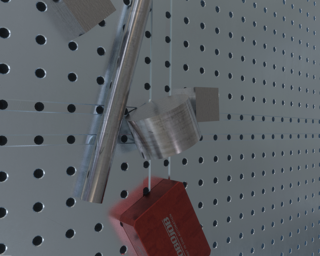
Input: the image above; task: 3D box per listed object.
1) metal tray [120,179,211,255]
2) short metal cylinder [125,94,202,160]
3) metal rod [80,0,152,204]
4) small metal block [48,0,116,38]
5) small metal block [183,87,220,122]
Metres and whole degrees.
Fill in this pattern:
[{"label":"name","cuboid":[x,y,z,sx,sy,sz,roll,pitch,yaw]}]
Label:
[{"label":"metal tray","cuboid":[0.012,0.146,0.417,0.091,0.030,0.129,-35,112,-34]},{"label":"short metal cylinder","cuboid":[0.004,-0.003,0.377,0.081,0.080,0.050,-33,111,-35]},{"label":"metal rod","cuboid":[-0.044,-0.062,0.371,0.025,0.025,0.299,21,77,-38]},{"label":"small metal block","cuboid":[-0.085,-0.136,0.338,0.050,0.025,0.050,-50,119,-28]},{"label":"small metal block","cuboid":[0.062,-0.034,0.461,0.050,0.025,0.050,-4,93,-40]}]
